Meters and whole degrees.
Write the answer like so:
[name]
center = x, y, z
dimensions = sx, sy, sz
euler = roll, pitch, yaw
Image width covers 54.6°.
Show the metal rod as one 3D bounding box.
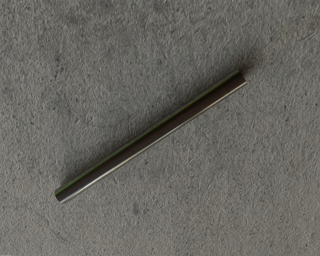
[metal rod]
center = -0.020, 0.016, 0.417
dimensions = 0.300, 0.025, 0.025
euler = -34, 107, 11
